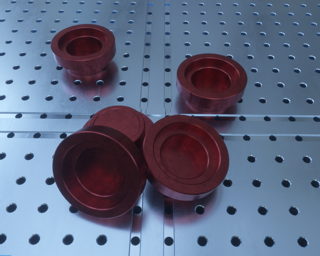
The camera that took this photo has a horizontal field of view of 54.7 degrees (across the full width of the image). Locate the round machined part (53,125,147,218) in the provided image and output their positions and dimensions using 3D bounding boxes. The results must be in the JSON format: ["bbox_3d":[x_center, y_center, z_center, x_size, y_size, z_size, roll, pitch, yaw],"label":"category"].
[{"bbox_3d":[-0.060,0.043,0.333,0.098,0.097,0.042,14,21,11],"label":"round machined part"}]

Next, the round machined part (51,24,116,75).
[{"bbox_3d":[-0.120,-0.122,0.498,0.099,0.042,0.098,1,50,0],"label":"round machined part"}]

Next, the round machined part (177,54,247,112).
[{"bbox_3d":[0.073,-0.062,0.449,0.099,0.042,0.098,0,50,0],"label":"round machined part"}]

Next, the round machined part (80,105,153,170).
[{"bbox_3d":[-0.052,0.010,0.388,0.099,0.042,0.098,0,50,0],"label":"round machined part"}]

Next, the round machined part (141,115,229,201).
[{"bbox_3d":[0.025,0.036,0.356,0.099,0.042,0.098,7,58,-11],"label":"round machined part"}]
